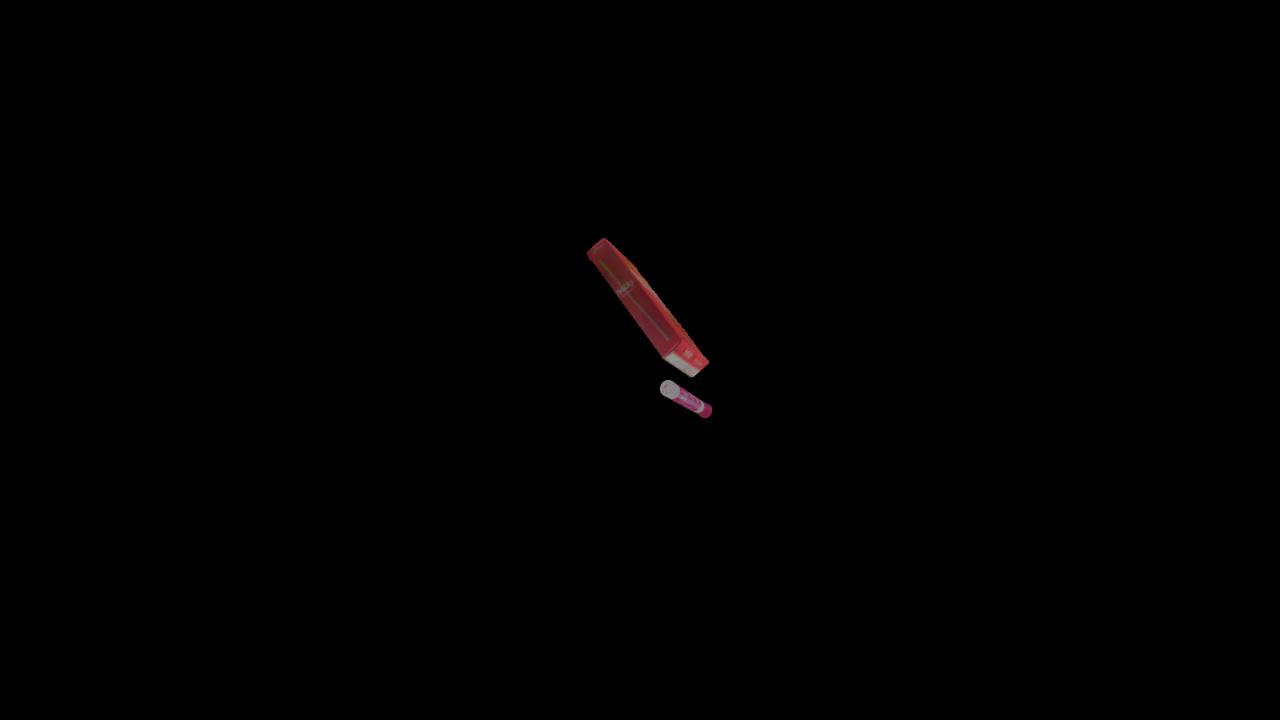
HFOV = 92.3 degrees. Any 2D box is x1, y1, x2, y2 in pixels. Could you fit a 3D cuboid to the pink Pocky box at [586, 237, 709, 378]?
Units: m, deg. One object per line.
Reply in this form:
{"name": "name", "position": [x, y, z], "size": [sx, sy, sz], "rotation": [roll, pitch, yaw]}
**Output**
{"name": "pink Pocky box", "position": [0.008, -0.055, 0.642], "size": [0.029, 0.155, 0.084], "rotation": [-40, -27, 9]}

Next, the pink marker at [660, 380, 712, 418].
{"name": "pink marker", "position": [0.057, 0.048, 0.729], "size": [0.020, 0.020, 0.121], "rotation": [0, -17, 29]}
